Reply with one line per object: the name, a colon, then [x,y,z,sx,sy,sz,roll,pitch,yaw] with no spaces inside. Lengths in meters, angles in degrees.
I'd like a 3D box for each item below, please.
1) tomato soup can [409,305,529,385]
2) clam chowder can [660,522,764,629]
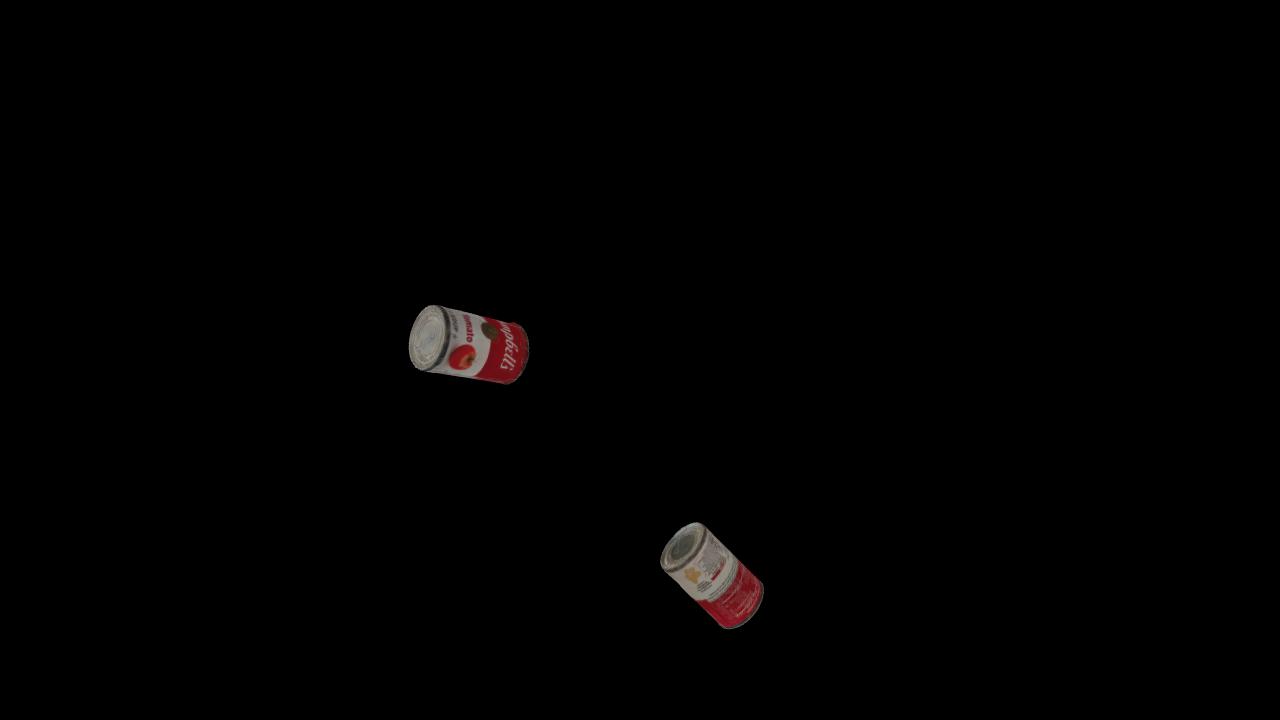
tomato soup can: [-0.174,-0.015,0.631,0.068,0.068,0.101,0,-9,42]
clam chowder can: [0.080,0.239,0.685,0.068,0.102,0.068,-41,12,11]
